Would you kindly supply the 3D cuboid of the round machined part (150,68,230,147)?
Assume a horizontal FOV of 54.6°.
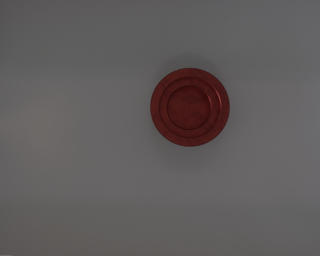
[{"bbox_3d":[0.037,-0.026,0.403,0.099,0.042,0.097,0,90,0],"label":"round machined part"}]
